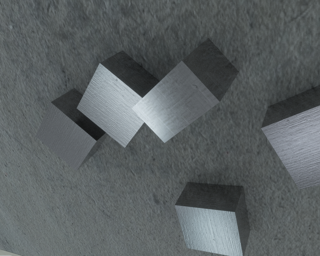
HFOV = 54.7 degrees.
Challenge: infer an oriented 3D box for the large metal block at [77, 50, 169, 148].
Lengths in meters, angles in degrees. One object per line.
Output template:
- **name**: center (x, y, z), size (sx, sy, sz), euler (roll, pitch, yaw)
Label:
- **large metal block**: center (-0.046, -0.036, 0.391), size (0.080, 0.050, 0.080), euler (40, 129, 1)

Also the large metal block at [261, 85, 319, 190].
- **large metal block**: center (0.162, 0.006, 0.309), size (0.080, 0.050, 0.080), euler (-26, 104, 37)

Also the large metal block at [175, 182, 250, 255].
- **large metal block**: center (0.075, 0.125, 0.428), size (0.080, 0.050, 0.080), euler (-1, 118, 28)

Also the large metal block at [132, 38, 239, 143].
- **large metal block**: center (0.029, -0.041, 0.330), size (0.050, 0.080, 0.080), euler (47, 129, -5)

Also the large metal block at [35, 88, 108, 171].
- **large metal block**: center (-0.125, 0.003, 0.456), size (0.080, 0.050, 0.080), euler (41, 129, 0)
